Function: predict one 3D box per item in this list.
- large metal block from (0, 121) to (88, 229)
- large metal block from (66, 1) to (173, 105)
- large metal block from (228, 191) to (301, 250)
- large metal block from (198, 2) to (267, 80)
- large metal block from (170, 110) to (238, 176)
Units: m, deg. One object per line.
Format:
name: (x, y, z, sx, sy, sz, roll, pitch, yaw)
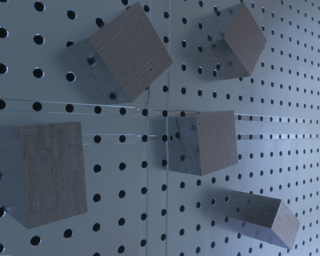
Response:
large metal block: (-0.111, 0.036, 0.282, 0.050, 0.080, 0.079, -6, 94, -40)
large metal block: (-0.043, -0.084, 0.358, 0.080, 0.050, 0.080, -48, 119, -29)
large metal block: (0.177, 0.156, 0.526, 0.080, 0.080, 0.050, 46, 63, -31)
large metal block: (0.118, -0.136, 0.494, 0.080, 0.050, 0.080, 43, 64, -32)
large metal block: (0.066, 0.019, 0.450, 0.081, 0.050, 0.079, -10, 97, -40)
